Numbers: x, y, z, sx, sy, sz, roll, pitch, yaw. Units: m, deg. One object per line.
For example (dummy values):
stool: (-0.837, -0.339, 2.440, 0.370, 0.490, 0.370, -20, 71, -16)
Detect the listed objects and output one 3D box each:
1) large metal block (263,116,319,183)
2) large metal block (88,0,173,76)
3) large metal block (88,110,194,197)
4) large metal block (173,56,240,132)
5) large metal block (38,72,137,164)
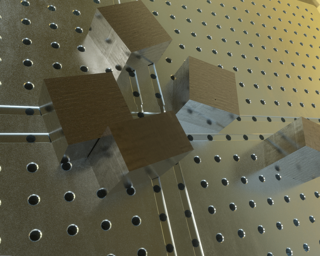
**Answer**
large metal block: (0.218, 0.036, 0.472, 0.080, 0.080, 0.050, 21, 54, -16)
large metal block: (-0.044, -0.133, 0.451, 0.081, 0.050, 0.080, -29, 78, -38)
large metal block: (-0.024, 0.029, 0.344, 0.081, 0.080, 0.050, -15, 70, -34)
large metal block: (0.066, -0.049, 0.460, 0.081, 0.050, 0.080, 16, 55, -20)
large metal block: (-0.084, -0.014, 0.356, 0.081, 0.050, 0.080, -14, 69, -34)
